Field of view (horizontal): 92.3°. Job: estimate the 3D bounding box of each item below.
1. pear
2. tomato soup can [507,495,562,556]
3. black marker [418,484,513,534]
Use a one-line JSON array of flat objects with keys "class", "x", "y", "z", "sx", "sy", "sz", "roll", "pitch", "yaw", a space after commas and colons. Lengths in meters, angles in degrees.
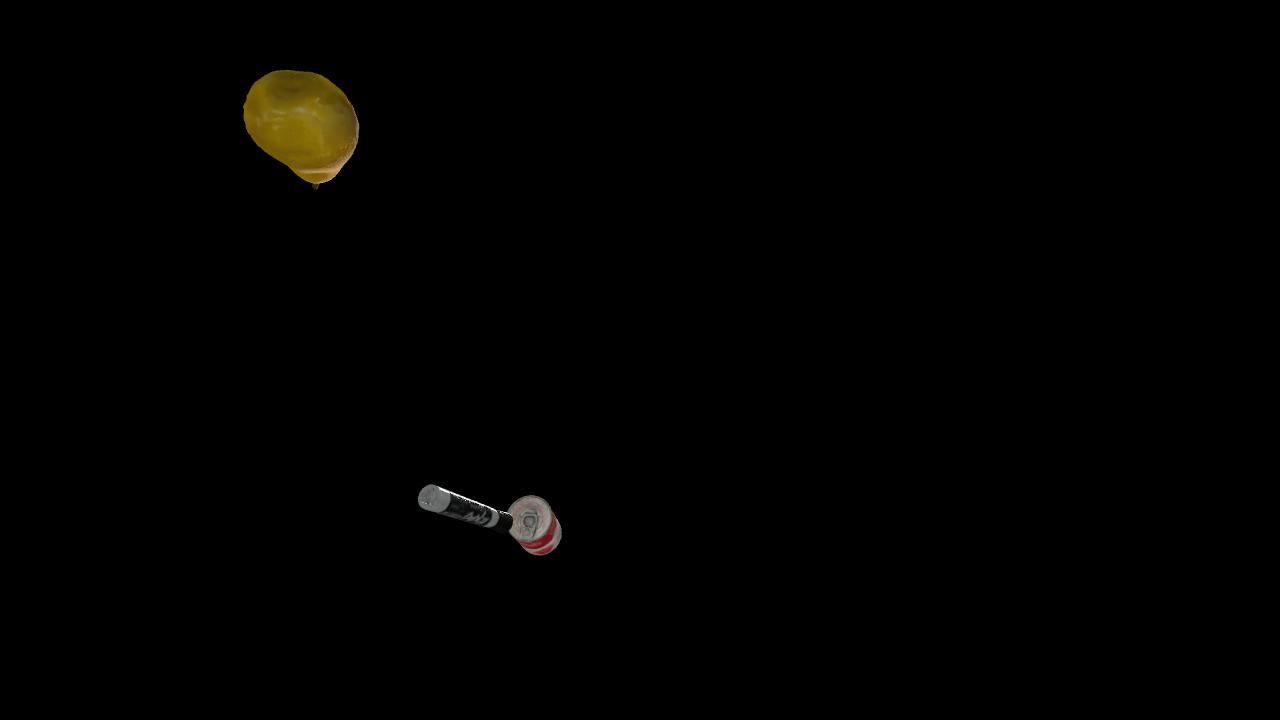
[{"class": "pear", "x": -0.267, "y": -0.175, "z": 0.504, "sx": 0.080, "sy": 0.080, "sz": 0.111, "roll": 0, "pitch": -30, "yaw": -7}, {"class": "tomato soup can", "x": -0.156, "y": 0.248, "z": 0.917, "sx": 0.068, "sy": 0.068, "sz": 0.101, "roll": 0, "pitch": -28, "yaw": 2}, {"class": "black marker", "x": -0.139, "y": 0.125, "z": 0.507, "sx": 0.020, "sy": 0.020, "sz": 0.121, "roll": 0, "pitch": -23, "yaw": 18}]
